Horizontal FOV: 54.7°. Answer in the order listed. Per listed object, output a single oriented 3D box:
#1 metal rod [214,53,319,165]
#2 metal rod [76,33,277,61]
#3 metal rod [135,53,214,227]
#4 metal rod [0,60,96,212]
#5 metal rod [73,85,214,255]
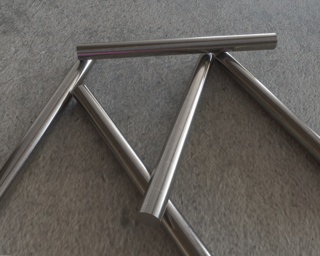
[{"bbox_3d":[0.156,-0.033,0.432,0.025,0.025,0.300,-22,54,-18],"label":"metal rod"},{"bbox_3d":[0.028,-0.125,0.474,0.302,0.025,0.025,-4,50,-4],"label":"metal rod"},{"bbox_3d":[0.032,-0.013,0.395,0.025,0.025,0.301,13,45,10],"label":"metal rod"},{"bbox_3d":[-0.150,-0.011,0.410,0.025,0.025,0.300,12,51,9],"label":"metal rod"},{"bbox_3d":[-0.031,0.045,0.365,0.025,0.025,0.300,-27,55,-21],"label":"metal rod"}]
